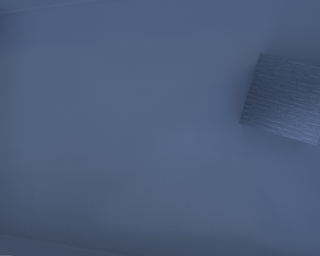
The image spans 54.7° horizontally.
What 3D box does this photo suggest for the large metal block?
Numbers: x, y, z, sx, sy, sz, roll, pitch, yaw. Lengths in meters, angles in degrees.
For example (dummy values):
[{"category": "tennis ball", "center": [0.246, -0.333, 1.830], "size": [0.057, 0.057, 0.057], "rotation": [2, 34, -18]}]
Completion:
[{"category": "large metal block", "center": [0.142, -0.032, 0.347], "size": [0.080, 0.050, 0.080], "rotation": [17, 96, 18]}]
